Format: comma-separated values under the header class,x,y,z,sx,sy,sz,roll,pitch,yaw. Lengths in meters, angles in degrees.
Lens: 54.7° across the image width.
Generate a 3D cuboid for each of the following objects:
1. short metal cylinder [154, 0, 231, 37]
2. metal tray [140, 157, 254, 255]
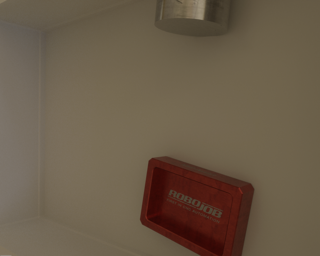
class,x,y,z,sx,sy,sz,roll,pitch,yaw
short metal cylinder,0.036,-0.135,0.340,0.080,0.081,0.050,10,97,39
metal tray,0.038,0.093,0.370,0.130,0.030,0.089,14,99,38
